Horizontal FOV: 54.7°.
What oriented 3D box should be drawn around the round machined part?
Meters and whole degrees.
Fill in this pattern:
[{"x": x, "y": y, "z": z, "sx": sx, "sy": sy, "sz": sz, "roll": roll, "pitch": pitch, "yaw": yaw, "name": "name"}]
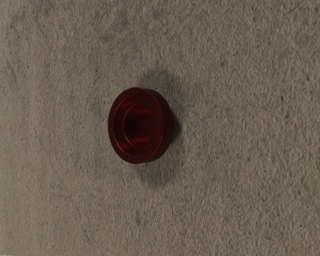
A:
[{"x": -0.021, "y": -0.003, "z": 0.409, "sx": 0.098, "sy": 0.042, "sz": 0.097, "roll": 0, "pitch": 90, "yaw": 39, "name": "round machined part"}]
